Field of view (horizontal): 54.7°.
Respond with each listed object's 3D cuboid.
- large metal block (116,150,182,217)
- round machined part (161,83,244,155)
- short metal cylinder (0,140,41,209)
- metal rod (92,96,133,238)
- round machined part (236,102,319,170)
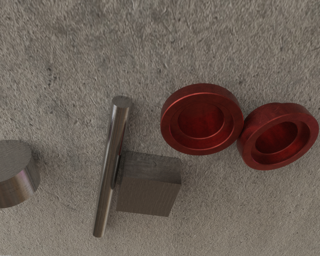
[{"bbox_3d":[-0.018,0.085,0.463,0.081,0.050,0.079,9,130,-8],"label":"large metal block"},{"bbox_3d":[0.050,-0.015,0.384,0.099,0.042,0.097,0,130,0],"label":"round machined part"},{"bbox_3d":[-0.211,0.061,0.421,0.081,0.080,0.050,0,130,-1],"label":"short metal cylinder"},{"bbox_3d":[-0.079,0.078,0.472,0.025,0.025,0.298,10,130,-8],"label":"metal rod"},{"bbox_3d":[0.144,0.006,0.395,0.099,0.042,0.097,-8,132,-9],"label":"round machined part"}]
